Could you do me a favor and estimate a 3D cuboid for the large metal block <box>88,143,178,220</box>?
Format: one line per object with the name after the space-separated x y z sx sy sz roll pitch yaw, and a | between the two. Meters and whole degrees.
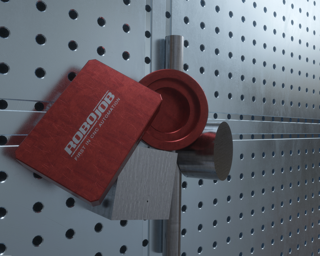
-0.030 0.063 0.368 0.081 0.050 0.080 13 82 -39 | large metal block

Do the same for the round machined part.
0.007 -0.021 0.387 0.099 0.042 0.097 0 89 -15 | round machined part

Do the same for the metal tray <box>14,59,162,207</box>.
-0.067 0.001 0.317 0.090 0.030 0.130 29 67 5 | metal tray

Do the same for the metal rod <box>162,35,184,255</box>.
0.018 0.025 0.425 0.025 0.025 0.298 2 89 -40 | metal rod

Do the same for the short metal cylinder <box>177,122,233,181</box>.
0.065 0.031 0.430 0.080 0.050 0.079 -1 91 -60 | short metal cylinder
